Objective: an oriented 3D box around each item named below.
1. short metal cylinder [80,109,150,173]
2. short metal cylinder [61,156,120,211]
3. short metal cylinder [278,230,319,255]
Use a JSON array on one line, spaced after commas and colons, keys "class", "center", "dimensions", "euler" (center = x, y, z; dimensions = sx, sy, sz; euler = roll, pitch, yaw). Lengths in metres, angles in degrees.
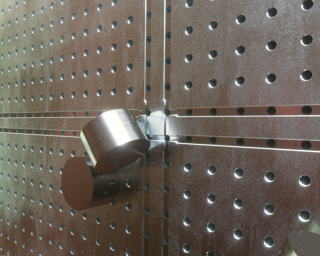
[{"class": "short metal cylinder", "center": [-0.060, 0.018, 0.421], "dimensions": [0.080, 0.081, 0.050], "euler": [-45, 63, 30]}, {"class": "short metal cylinder", "center": [-0.108, 0.082, 0.479], "dimensions": [0.080, 0.050, 0.079], "euler": [0, 90, 39]}, {"class": "short metal cylinder", "center": [0.137, 0.132, 0.260], "dimensions": [0.080, 0.081, 0.050], "euler": [30, 109, 35]}]
